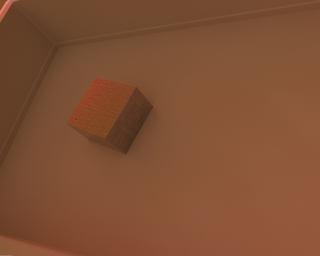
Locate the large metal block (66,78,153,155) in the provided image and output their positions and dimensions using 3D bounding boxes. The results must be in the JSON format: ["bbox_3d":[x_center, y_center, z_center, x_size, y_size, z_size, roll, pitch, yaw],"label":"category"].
[{"bbox_3d":[-0.070,-0.019,0.439,0.080,0.050,0.080,17,71,35],"label":"large metal block"}]
